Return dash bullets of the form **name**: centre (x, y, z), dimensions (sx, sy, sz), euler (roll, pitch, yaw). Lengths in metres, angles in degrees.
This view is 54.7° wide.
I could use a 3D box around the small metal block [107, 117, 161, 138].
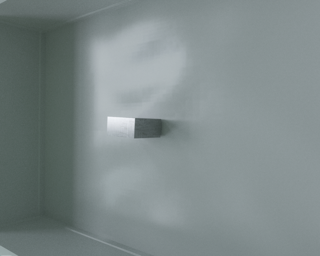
- **small metal block**: centre (-0.034, -0.001, 0.412), dimensions (0.050, 0.050, 0.025), euler (4, 93, 39)
